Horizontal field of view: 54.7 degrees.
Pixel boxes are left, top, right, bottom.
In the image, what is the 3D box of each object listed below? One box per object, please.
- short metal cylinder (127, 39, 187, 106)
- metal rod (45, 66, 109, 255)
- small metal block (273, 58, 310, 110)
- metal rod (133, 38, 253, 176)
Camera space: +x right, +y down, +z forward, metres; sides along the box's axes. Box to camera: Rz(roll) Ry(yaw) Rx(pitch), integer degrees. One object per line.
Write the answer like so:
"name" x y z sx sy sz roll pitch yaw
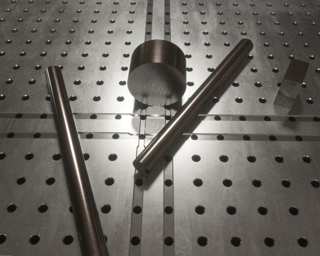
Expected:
"short metal cylinder" -0.003 -0.076 0.436 0.081 0.080 0.050 2 50 1
"metal rod" -0.112 0.022 0.387 0.025 0.025 0.300 -16 52 -13
"small metal block" 0.190 -0.064 0.448 0.025 0.050 0.050 22 53 17
"metal rod" 0.062 -0.047 0.447 0.025 0.025 0.301 28 55 21
